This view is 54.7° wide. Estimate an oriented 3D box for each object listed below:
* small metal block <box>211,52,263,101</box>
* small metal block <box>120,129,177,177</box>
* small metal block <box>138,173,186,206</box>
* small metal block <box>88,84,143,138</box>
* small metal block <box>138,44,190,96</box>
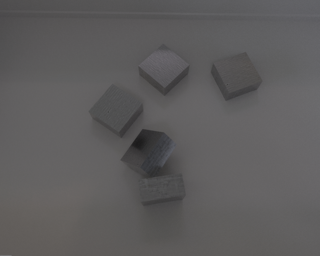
[{"bbox_3d":[0.107,-0.073,0.437,0.050,0.025,0.050,-20,71,-7],"label":"small metal block"},{"bbox_3d":[-0.015,0.030,0.383,0.025,0.050,0.050,44,71,-28],"label":"small metal block"},{"bbox_3d":[0.002,0.074,0.369,0.050,0.050,0.025,-8,72,-3],"label":"small metal block"},{"bbox_3d":[-0.058,-0.023,0.417,0.050,0.025,0.050,34,73,11],"label":"small metal block"},{"bbox_3d":[0.006,-0.083,0.440,0.050,0.025,0.050,42,75,13],"label":"small metal block"}]
